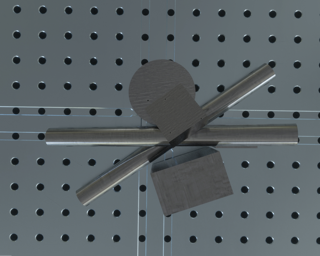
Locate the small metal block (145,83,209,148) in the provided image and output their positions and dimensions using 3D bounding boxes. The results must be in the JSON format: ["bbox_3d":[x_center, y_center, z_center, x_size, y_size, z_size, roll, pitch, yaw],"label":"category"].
[{"bbox_3d":[0.019,-0.014,0.352,0.050,0.025,0.050,-35,68,0],"label":"small metal block"}]

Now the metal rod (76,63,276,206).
[{"bbox_3d":[0.021,0.009,0.411,0.301,0.025,0.025,-34,90,0],"label":"metal rod"}]

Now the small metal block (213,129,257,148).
[{"bbox_3d":[0.093,0.012,0.398,0.050,0.050,0.025,0,90,1],"label":"small metal block"}]

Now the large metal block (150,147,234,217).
[{"bbox_3d":[0.035,0.061,0.382,0.080,0.080,0.050,-18,90,0],"label":"large metal block"}]

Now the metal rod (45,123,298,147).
[{"bbox_3d":[0.003,0.010,0.375,0.301,0.025,0.025,-1,90,13],"label":"metal rod"}]

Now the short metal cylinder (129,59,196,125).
[{"bbox_3d":[0.003,-0.043,0.397,0.081,0.050,0.079,0,89,0],"label":"short metal cylinder"}]
